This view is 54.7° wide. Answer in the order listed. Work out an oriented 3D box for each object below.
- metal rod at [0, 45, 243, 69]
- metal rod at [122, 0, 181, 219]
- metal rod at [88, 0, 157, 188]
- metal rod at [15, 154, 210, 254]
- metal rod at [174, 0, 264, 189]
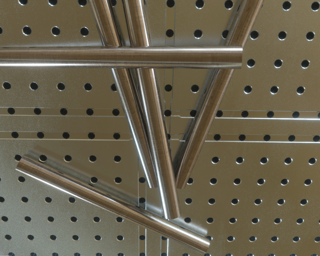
[{"bbox_3d":[-0.062,-0.081,0.355,0.302,0.025,0.025,2,111,9],"label":"metal rod"},{"bbox_3d":[-0.008,-0.021,0.393,0.025,0.025,0.298,-10,105,3],"label":"metal rod"},{"bbox_3d":[-0.044,-0.056,0.391,0.025,0.025,0.298,-14,110,5],"label":"metal rod"},{"bbox_3d":[-0.061,0.116,0.455,0.301,0.025,0.025,27,108,-10],"label":"metal rod"},{"bbox_3d":[0.073,-0.052,0.395,0.025,0.025,0.298,18,109,-7],"label":"metal rod"}]
